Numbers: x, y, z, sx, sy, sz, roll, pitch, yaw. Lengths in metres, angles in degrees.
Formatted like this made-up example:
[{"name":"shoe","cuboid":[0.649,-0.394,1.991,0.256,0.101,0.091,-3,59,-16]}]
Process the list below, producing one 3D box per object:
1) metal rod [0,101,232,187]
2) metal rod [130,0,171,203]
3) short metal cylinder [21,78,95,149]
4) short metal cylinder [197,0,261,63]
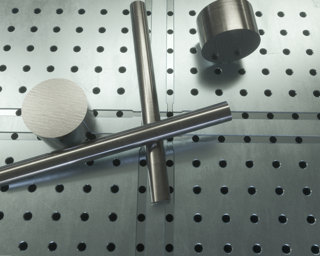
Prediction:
[{"name":"metal rod","cuboid":[-0.061,0.021,0.383,0.302,0.025,0.025,-16,71,2]},{"name":"metal rod","cuboid":[-0.017,-0.049,0.429,0.025,0.025,0.299,-6,70,-2]},{"name":"short metal cylinder","cuboid":[-0.129,-0.018,0.404,0.081,0.050,0.080,0,70,0]},{"name":"short metal cylinder","cuboid":[0.094,-0.133,0.432,0.081,0.080,0.050,-6,70,-2]}]
